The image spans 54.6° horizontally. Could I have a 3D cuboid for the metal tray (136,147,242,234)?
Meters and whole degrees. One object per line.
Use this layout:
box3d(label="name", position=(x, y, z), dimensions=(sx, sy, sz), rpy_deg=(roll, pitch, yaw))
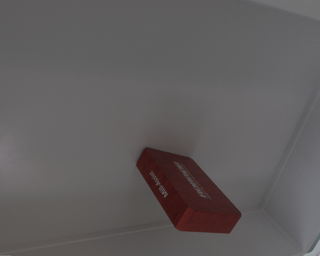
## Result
box3d(label="metal tray", position=(0.034, 0.079, 0.407), dimensions=(0.091, 0.130, 0.030), rpy_deg=(16, 110, -35))
